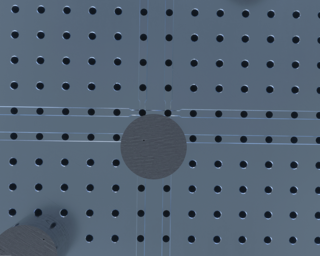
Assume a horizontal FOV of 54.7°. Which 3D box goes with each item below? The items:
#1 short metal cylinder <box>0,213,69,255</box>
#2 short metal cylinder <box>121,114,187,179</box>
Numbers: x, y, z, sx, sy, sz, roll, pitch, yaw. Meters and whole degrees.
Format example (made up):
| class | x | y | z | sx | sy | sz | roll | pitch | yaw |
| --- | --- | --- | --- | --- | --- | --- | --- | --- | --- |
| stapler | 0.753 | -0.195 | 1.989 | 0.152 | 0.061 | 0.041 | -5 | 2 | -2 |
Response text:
| class | x | y | z | sx | sy | sz | roll | pitch | yaw |
| --- | --- | --- | --- | --- | --- | --- | --- | --- | --- |
| short metal cylinder | -0.164 | 0.157 | 0.399 | 0.081 | 0.050 | 0.079 | 0 | 90 | -1 |
| short metal cylinder | -0.008 | 0.023 | 0.401 | 0.081 | 0.050 | 0.079 | 0 | 90 | -1 |
